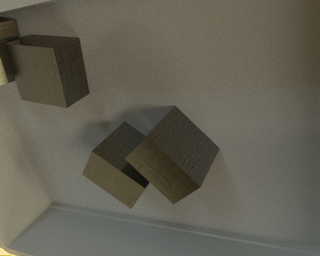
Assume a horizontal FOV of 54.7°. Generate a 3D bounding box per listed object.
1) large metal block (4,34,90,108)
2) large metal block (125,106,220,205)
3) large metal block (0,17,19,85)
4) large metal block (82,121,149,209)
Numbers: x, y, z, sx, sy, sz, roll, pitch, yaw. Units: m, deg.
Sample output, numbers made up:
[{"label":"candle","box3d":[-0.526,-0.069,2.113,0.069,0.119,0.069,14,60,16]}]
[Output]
[{"label":"large metal block","box3d":[-0.150,-0.079,0.421,0.080,0.050,0.079,10,123,22]},{"label":"large metal block","box3d":[0.018,0.031,0.382,0.080,0.080,0.050,44,129,-3]},{"label":"large metal block","box3d":[-0.239,-0.102,0.425,0.050,0.081,0.079,24,131,38]},{"label":"large metal block","box3d":[-0.044,0.048,0.425,0.080,0.080,0.050,34,129,5]}]
